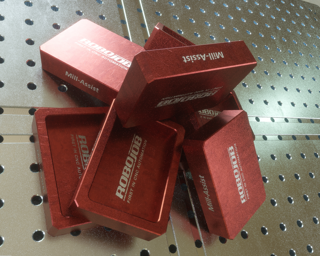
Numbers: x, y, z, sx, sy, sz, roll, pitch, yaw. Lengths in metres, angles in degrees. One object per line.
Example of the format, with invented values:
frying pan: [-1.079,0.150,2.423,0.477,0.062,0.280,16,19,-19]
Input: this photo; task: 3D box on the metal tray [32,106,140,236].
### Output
metal tray: [-0.082,0.040,0.337,0.091,0.030,0.130,-4,63,-31]

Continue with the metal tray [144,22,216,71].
metal tray: [0.028,-0.112,0.444,0.090,0.030,0.130,29,19,-9]

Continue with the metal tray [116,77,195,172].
metal tray: [-0.008,-0.007,0.404,0.091,0.030,0.130,-4,61,-32]

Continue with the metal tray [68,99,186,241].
metal tray: [-0.028,0.040,0.326,0.090,0.030,0.130,24,53,-13]

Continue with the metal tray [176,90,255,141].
metal tray: [0.073,-0.020,0.432,0.131,0.030,0.090,6,58,-45]

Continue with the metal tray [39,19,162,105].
metal tray: [-0.071,-0.083,0.395,0.130,0.030,0.090,29,51,10]

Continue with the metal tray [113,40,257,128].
metal tray: [0.025,-0.046,0.325,0.131,0.090,0.030,-14,69,-29]

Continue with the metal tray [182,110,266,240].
metal tray: [0.082,0.054,0.373,0.091,0.030,0.129,-33,113,-37]
